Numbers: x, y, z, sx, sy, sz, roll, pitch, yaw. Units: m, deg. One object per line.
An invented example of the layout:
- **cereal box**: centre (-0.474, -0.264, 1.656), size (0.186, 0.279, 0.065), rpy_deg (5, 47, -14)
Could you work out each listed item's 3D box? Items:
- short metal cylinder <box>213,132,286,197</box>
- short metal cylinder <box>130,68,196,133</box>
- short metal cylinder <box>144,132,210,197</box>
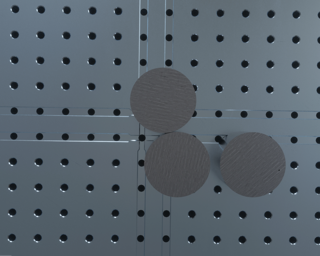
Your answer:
- **short metal cylinder**: centre (0.113, 0.045, 0.402), size (0.081, 0.050, 0.079), rpy_deg (0, 90, -1)
- **short metal cylinder**: centre (0.004, -0.034, 0.401), size (0.081, 0.050, 0.079), rpy_deg (0, 90, -1)
- **short metal cylinder**: centre (0.021, 0.044, 0.401), size (0.081, 0.050, 0.079), rpy_deg (0, 90, 0)
